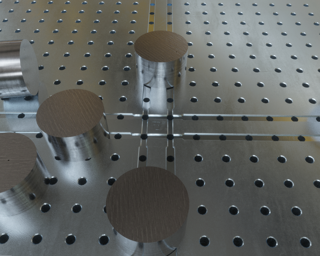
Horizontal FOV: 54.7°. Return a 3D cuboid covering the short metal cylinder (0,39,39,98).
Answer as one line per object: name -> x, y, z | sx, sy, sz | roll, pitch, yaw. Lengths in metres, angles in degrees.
short metal cylinder -> -0.210, -0.084, 0.441 | 0.050, 0.080, 0.080 | -6, 50, -5

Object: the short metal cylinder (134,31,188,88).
short metal cylinder -> 0.002, -0.107, 0.481 | 0.081, 0.050, 0.080 | 0, 50, 0

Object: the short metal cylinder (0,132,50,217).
short metal cylinder -> -0.172, 0.051, 0.347 | 0.081, 0.050, 0.080 | 0, 50, 0

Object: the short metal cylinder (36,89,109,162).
short metal cylinder -> -0.108, -0.004, 0.394 | 0.081, 0.050, 0.080 | 0, 50, 0

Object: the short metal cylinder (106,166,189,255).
short metal cylinder -> -0.012, 0.087, 0.318 | 0.081, 0.050, 0.080 | 0, 50, 0
